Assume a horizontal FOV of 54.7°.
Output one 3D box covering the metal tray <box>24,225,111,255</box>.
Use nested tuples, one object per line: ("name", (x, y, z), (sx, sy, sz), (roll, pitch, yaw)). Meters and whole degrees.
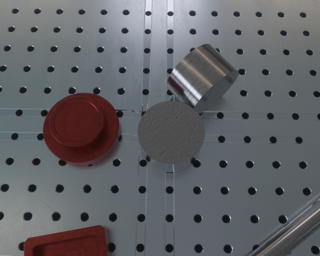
("metal tray", (-0.097, 0.182, 0.341), (0.091, 0.030, 0.130), (-9, 70, -4))

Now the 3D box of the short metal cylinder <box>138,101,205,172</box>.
("short metal cylinder", (0.014, 0.012, 0.393), (0.080, 0.050, 0.080), (0, 70, 1))

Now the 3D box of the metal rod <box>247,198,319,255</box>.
("metal rod", (0.094, 0.167, 0.351), (0.301, 0.025, 0.025), (-33, 73, -11))

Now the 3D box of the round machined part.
("round machined part", (-0.103, -0.002, 0.403), (0.099, 0.042, 0.098), (0, 70, 0))

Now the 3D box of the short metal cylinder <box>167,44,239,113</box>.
("short metal cylinder", (0.056, -0.062, 0.405), (0.080, 0.080, 0.050), (-38, 74, -13))
